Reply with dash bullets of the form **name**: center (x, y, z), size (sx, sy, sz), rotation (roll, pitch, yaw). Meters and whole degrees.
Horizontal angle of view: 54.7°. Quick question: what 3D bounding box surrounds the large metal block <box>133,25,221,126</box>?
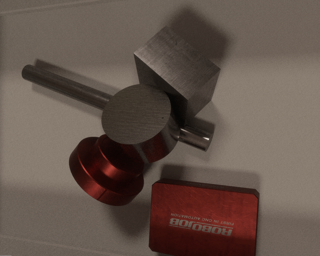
- **large metal block**: center (0.019, -0.058, 0.367), size (0.080, 0.080, 0.050), rotation (43, 77, 14)

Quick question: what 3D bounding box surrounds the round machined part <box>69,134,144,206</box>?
- **round machined part**: center (-0.059, 0.045, 0.389), size (0.098, 0.098, 0.042), rotation (46, 112, 14)

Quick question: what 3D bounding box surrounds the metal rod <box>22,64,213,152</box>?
- **metal rod**: center (-0.071, -0.034, 0.434), size (0.301, 0.025, 0.025), rotation (21, 97, 18)

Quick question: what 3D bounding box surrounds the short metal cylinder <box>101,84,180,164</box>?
- **short metal cylinder**: center (-0.021, -0.005, 0.364), size (0.080, 0.050, 0.080), rotation (-7, 58, 12)

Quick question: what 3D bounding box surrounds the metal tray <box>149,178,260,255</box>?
- **metal tray**: center (0.054, 0.116, 0.388), size (0.130, 0.030, 0.089), rotation (4, 91, 19)
